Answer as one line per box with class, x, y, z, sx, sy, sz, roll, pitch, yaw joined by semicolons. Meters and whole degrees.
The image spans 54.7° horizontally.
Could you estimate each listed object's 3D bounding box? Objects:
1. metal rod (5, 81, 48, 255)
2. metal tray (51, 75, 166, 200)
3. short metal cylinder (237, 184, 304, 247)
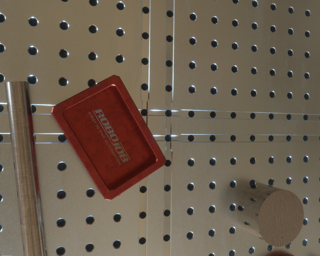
metal rod;-0.149;0.097;0.357;0.025;0.025;0.298;-6;92;-20
metal tray;-0.062;0.011;0.386;0.090;0.030;0.130;-32;101;-17
short metal cylinder;0.163;0.127;0.459;0.081;0.050;0.080;0;90;-20
